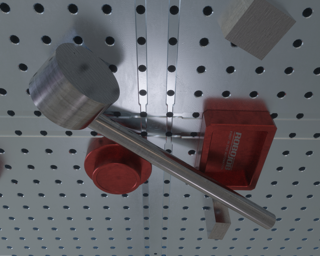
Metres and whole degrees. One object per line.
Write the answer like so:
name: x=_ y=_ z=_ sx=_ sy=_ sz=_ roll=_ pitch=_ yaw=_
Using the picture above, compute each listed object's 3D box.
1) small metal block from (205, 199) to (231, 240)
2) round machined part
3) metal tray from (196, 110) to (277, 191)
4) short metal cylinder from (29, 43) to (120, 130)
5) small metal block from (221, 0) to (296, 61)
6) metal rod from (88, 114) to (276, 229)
small metal block: x=0.097 y=0.153 z=0.527 sx=0.025 sy=0.050 sz=0.050 roll=7 pitch=130 yaw=-6
round machined part: x=-0.061 y=0.060 z=0.451 sx=0.099 sy=0.042 sz=0.097 roll=0 pitch=130 yaw=0
metal tray: x=0.101 y=0.036 z=0.439 sx=0.091 sy=0.030 sz=0.129 roll=1 pitch=130 yaw=-2
short metal cylinder: x=-0.091 y=-0.045 z=0.337 sx=0.080 sy=0.080 sz=0.050 roll=37 pitch=121 yaw=-27
small metal block: x=0.101 y=-0.107 z=0.322 sx=0.050 sy=0.025 sz=0.050 roll=24 pitch=126 yaw=-19
metal rod: x=0.036 y=0.062 z=0.429 sx=0.301 sy=0.025 sz=0.025 roll=31 pitch=124 yaw=-11
